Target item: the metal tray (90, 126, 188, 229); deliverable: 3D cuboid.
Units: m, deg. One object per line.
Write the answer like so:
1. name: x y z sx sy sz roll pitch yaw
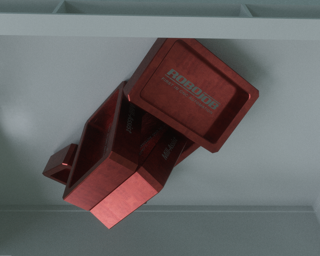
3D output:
1. metal tray: -0.018 0.048 0.363 0.030 0.131 0.090 45 119 -5

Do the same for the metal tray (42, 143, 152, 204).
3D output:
1. metal tray: -0.089 0.073 0.442 0.130 0.030 0.090 32 147 -25

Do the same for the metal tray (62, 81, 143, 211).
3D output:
1. metal tray: -0.060 0.015 0.349 0.030 0.130 0.090 33 123 -24

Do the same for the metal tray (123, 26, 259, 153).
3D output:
1. metal tray: 0.037 -0.040 0.348 0.131 0.030 0.090 32 98 -24

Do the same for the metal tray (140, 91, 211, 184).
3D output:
1. metal tray: -0.006 0.016 0.417 0.090 0.030 0.129 32 123 -25
